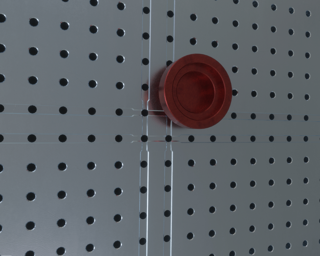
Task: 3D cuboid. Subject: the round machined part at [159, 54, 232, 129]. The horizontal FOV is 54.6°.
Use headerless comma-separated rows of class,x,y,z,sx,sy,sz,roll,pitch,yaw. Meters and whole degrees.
round machined part,0.044,-0.047,0.419,0.099,0.042,0.097,0,90,-20
